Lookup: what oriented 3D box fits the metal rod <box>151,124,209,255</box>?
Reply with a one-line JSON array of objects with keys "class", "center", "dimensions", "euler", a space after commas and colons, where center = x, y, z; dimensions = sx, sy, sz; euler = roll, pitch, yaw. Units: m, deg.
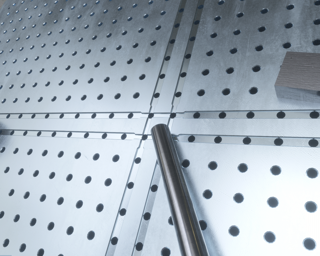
[{"class": "metal rod", "center": [0.029, 0.104, 0.300], "dimensions": [0.025, 0.025, 0.300], "euler": [-27, 43, 11]}]

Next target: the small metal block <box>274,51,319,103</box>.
[{"class": "small metal block", "center": [0.166, -0.059, 0.357], "dimensions": [0.050, 0.025, 0.050], "euler": [13, 68, 33]}]
